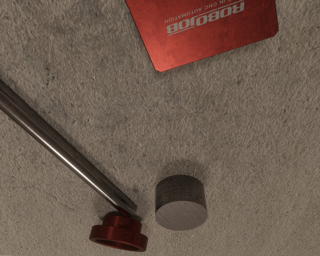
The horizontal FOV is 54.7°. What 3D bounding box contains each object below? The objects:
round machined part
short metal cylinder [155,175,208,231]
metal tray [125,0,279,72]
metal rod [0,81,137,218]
[{"bbox_3d":[-0.068,0.180,0.534,0.099,0.042,0.098,9,151,5],"label":"round machined part"},{"bbox_3d":[0.033,0.120,0.494,0.081,0.050,0.079,0,130,0],"label":"short metal cylinder"},{"bbox_3d":[0.042,-0.117,0.305,0.130,0.030,0.090,-16,129,12],"label":"metal tray"},{"bbox_3d":[-0.126,0.044,0.442,0.025,0.025,0.300,-25,127,19],"label":"metal rod"}]
